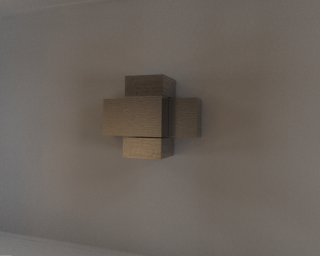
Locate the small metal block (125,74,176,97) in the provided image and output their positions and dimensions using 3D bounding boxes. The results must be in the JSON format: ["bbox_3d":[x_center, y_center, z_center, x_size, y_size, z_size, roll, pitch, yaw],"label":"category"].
[{"bbox_3d":[-0.011,-0.052,0.399,0.050,0.050,0.025,1,91,20],"label":"small metal block"}]

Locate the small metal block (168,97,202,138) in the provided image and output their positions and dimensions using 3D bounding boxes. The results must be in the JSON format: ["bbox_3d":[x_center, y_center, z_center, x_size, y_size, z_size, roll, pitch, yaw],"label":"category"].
[{"bbox_3d":[0.026,-0.013,0.400,0.050,0.025,0.050,1,90,19],"label":"small metal block"}]

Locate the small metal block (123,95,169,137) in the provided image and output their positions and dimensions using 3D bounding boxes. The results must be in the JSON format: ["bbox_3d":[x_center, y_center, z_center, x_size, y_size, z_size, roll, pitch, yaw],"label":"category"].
[{"bbox_3d":[-0.017,-0.014,0.387,0.050,0.025,0.050,1,90,19],"label":"small metal block"}]

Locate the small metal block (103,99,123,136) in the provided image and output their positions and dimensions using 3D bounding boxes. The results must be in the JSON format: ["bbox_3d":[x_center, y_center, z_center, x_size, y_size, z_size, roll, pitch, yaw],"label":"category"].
[{"bbox_3d":[-0.050,-0.014,0.426,0.050,0.025,0.050,1,90,20],"label":"small metal block"}]

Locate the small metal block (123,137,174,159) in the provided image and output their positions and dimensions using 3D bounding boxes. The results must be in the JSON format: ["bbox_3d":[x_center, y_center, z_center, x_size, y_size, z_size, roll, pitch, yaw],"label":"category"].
[{"bbox_3d":[-0.014,0.024,0.399,0.050,0.050,0.025,1,91,20],"label":"small metal block"}]
